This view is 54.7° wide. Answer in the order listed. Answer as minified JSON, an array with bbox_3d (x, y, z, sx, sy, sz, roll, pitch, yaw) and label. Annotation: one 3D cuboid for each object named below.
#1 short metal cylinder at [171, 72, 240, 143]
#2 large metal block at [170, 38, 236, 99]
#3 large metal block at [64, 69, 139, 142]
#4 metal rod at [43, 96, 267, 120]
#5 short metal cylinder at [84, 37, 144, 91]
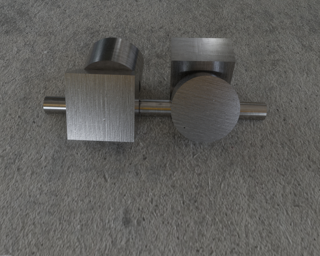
[{"bbox_3d":[0.054,-0.027,0.385,0.080,0.079,0.050,1,15,1],"label":"short metal cylinder"},{"bbox_3d":[0.055,-0.077,0.434,0.080,0.080,0.050,1,50,1],"label":"large metal block"},{"bbox_3d":[-0.069,-0.030,0.385,0.080,0.079,0.050,2,16,1],"label":"large metal block"},{"bbox_3d":[-0.007,-0.028,0.430,0.302,0.025,0.025,2,50,1],"label":"metal rod"},{"bbox_3d":[-0.065,-0.078,0.434,0.080,0.080,0.050,3,50,2],"label":"short metal cylinder"}]
